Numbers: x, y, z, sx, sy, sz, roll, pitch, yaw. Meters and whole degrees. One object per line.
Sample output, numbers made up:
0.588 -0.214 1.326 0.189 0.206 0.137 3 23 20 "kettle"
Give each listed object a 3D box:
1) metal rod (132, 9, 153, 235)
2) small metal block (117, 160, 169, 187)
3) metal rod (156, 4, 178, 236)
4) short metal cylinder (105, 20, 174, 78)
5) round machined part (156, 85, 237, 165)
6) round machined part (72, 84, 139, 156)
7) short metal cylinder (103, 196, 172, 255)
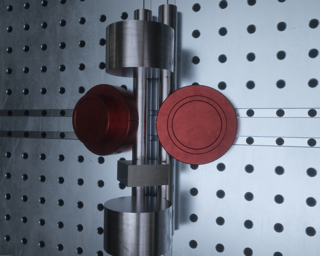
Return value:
-0.025 -0.008 0.420 0.025 0.025 0.298 1 90 20 "metal rod"
-0.022 0.055 0.382 0.050 0.050 0.025 1 90 -22 "small metal block"
0.009 -0.009 0.409 0.025 0.025 0.298 1 90 20 "metal rod"
-0.024 -0.090 0.368 0.080 0.080 0.050 1 91 20 "short metal cylinder"
0.044 -0.004 0.374 0.099 0.042 0.097 0 90 5 "round machined part"
-0.080 -0.011 0.418 0.098 0.042 0.097 0 90 34 "round machined part"
-0.026 0.115 0.370 0.080 0.080 0.050 1 91 20 "short metal cylinder"
